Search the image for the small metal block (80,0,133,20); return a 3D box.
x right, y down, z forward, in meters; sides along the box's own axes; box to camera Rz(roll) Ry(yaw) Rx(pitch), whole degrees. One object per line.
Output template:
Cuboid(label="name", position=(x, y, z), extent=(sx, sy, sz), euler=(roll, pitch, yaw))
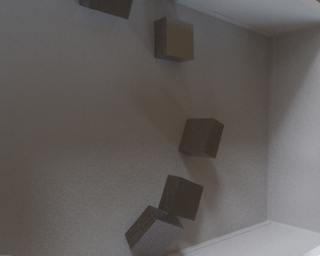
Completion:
Cuboid(label="small metal block", position=(-0.057, -0.155, 0.348), extent=(0.050, 0.025, 0.050), euler=(1, 113, -40))

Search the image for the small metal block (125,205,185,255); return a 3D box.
Cuboid(label="small metal block", position=(-0.007, 0.130, 0.389), extent=(0.050, 0.025, 0.050), euler=(32, 101, -36))

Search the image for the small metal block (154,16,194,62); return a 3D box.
Cuboid(label="small metal block", position=(0.020, -0.120, 0.425), extent=(0.050, 0.025, 0.050), euler=(-1, 91, -40))

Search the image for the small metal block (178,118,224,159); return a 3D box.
Cuboid(label="small metal block", position=(0.058, 0.014, 0.442), extent=(0.025, 0.050, 0.050), euler=(28, 72, -37))

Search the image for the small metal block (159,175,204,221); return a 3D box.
Cuboid(label="small metal block", position=(0.030, 0.098, 0.434), extent=(0.050, 0.025, 0.050), euler=(28, 72, -37))
